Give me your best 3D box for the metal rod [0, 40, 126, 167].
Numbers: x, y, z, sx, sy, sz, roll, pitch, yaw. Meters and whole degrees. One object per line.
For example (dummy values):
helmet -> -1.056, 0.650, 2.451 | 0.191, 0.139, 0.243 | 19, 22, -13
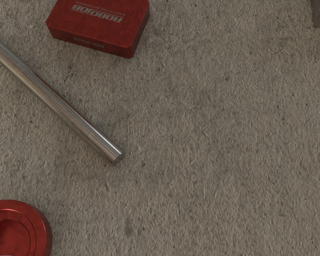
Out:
metal rod -> -0.164, -0.054, 0.425 | 0.300, 0.025, 0.025 | 40, 75, 13

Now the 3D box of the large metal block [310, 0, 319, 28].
large metal block -> 0.282, -0.199, 0.471 | 0.081, 0.050, 0.080 | 3, 70, 0

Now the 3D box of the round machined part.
round machined part -> -0.170, 0.132, 0.349 | 0.099, 0.042, 0.098 | 0, 70, -1

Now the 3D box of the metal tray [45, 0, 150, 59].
metal tray -> -0.090, -0.164, 0.464 | 0.131, 0.030, 0.090 | 17, 71, 5
